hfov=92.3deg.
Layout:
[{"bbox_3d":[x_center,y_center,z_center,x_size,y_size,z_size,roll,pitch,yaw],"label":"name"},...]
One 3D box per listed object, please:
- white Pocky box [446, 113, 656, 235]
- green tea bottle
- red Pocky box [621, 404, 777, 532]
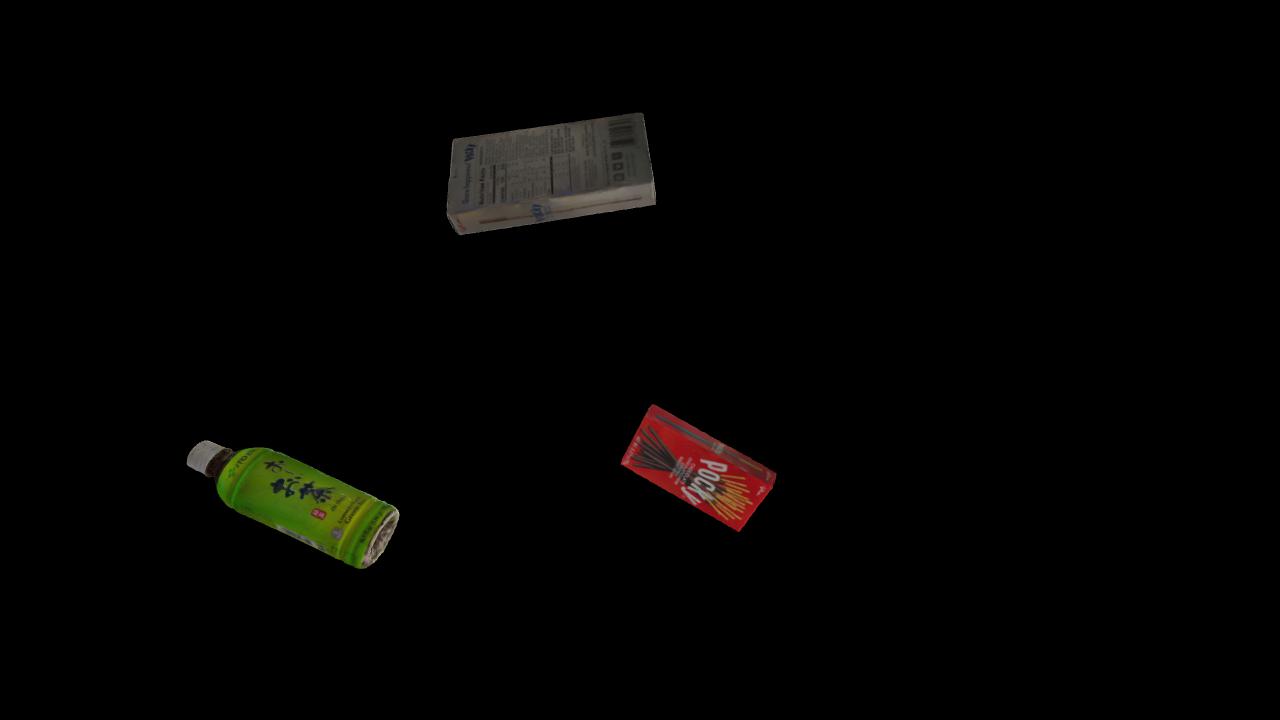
[{"bbox_3d":[-0.068,-0.145,0.472,0.154,0.084,0.028,-8,-30,3],"label":"white Pocky box"},{"bbox_3d":[-0.361,0.142,0.634,0.212,0.073,0.073,24,-1,-2],"label":"green tea bottle"},{"bbox_3d":[0.062,0.119,0.671,0.155,0.083,0.028,29,34,6],"label":"red Pocky box"}]
